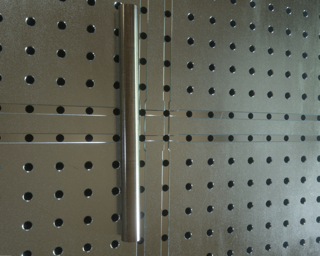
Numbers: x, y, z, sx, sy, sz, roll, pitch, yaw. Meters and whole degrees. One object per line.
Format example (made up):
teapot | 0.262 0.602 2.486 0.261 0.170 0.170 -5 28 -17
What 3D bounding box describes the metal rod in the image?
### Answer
metal rod | -0.039 -0.006 0.398 0.025 0.025 0.298 -1 90 -20
